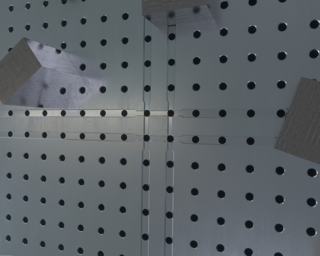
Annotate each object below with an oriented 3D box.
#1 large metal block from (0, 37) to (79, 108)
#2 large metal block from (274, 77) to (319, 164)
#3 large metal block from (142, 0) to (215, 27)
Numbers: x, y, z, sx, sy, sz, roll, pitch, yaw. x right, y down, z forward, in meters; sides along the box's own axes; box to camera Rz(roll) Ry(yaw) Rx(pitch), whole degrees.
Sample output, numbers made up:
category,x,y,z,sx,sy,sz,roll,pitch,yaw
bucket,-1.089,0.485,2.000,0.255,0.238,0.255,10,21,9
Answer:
category,x,y,z,sx,sy,sz,roll,pitch,yaw
large metal block,-0.181,-0.075,0.448,0.080,0.080,0.050,-38,78,16
large metal block,0.178,-0.003,0.336,0.080,0.050,0.080,21,97,19
large metal block,0.023,-0.180,0.391,0.080,0.050,0.080,-1,90,20
